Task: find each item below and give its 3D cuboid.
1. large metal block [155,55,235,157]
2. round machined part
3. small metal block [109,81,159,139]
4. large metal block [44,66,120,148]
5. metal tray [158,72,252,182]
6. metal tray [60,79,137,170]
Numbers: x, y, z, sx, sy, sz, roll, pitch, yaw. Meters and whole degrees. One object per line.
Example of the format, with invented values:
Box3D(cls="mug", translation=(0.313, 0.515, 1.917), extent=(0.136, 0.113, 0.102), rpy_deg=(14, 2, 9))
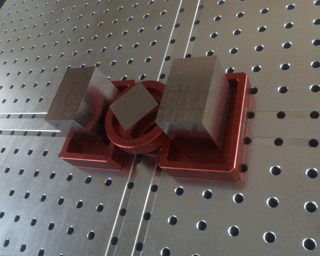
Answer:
Box3D(cls="large metal block", translation=(0.044, -0.022, 0.346), extent=(0.050, 0.080, 0.080), rpy_deg=(2, 63, 29))
Box3D(cls="round machined part", translation=(-0.018, -0.010, 0.402), extent=(0.098, 0.042, 0.098), rpy_deg=(-13, 56, 21))
Box3D(cls="small metal block", translation=(-0.028, -0.022, 0.384), extent=(0.050, 0.025, 0.050), rpy_deg=(-39, 51, 2))
Box3D(cls="large metal block", translation=(-0.097, -0.026, 0.423), extent=(0.050, 0.080, 0.080), rpy_deg=(1, 62, 29))
Box3D(cls="metal tray", translation=(0.057, -0.004, 0.377), extent=(0.090, 0.030, 0.130), rpy_deg=(0, 61, 28))
Box3D(cls="metal tray", translation=(-0.082, -0.007, 0.452), extent=(0.090, 0.030, 0.130), rpy_deg=(1, 62, 28))
